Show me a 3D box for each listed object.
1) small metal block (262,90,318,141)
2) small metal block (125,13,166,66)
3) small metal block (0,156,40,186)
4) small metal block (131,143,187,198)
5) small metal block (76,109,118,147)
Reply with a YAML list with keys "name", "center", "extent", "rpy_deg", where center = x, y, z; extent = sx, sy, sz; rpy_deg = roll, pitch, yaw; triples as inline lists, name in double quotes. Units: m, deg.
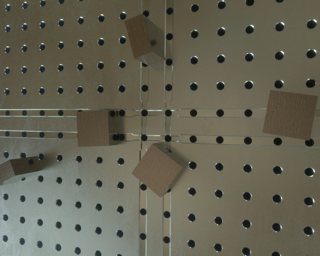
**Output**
- name: "small metal block"
  center: [0.150, -0.015, 0.360]
  extent: [0.050, 0.025, 0.050]
  rpy_deg: [11, 94, 19]
- name: "small metal block"
  center: [-0.018, -0.113, 0.405]
  extent: [0.025, 0.050, 0.050]
  rpy_deg: [-16, 85, 19]
- name: "small metal block"
  center: [-0.226, 0.067, 0.477]
  extent: [0.050, 0.050, 0.025]
  rpy_deg: [-26, 82, 18]
- name: "small metal block"
  center: [-0.001, 0.055, 0.412]
  extent: [0.050, 0.025, 0.050]
  rpy_deg: [38, 102, 15]
- name: "small metal block"
  center: [-0.090, 0.001, 0.443]
  extent: [0.050, 0.025, 0.050]
  rpy_deg: [-3, 89, 19]
